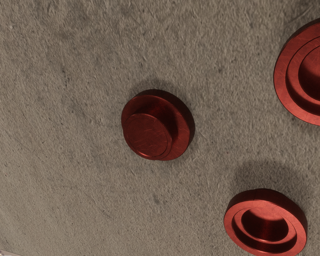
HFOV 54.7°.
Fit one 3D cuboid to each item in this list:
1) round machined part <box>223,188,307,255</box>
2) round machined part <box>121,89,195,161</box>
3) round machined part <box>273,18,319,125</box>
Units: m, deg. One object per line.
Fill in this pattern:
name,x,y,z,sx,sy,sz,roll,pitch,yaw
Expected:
round machined part,0.135,0.116,0.396,0.098,0.042,0.097,13,124,20
round machined part,-0.008,0.003,0.401,0.098,0.042,0.097,13,124,20
round machined part,0.157,-0.053,0.280,0.098,0.042,0.097,13,124,20
